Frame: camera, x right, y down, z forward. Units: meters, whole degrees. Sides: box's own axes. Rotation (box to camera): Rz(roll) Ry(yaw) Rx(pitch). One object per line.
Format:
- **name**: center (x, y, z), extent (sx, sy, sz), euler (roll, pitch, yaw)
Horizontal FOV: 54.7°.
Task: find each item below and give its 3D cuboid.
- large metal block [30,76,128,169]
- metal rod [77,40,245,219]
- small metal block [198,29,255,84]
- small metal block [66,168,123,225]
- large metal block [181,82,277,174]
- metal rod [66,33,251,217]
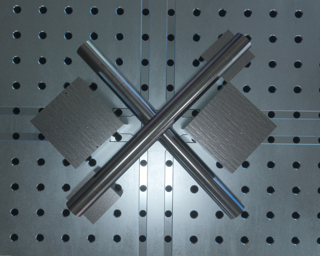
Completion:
- **large metal block**: center (-0.101, -0.006, 0.400), extent (0.080, 0.050, 0.080), euler (-43, 90, 0)
- **metal rod**: center (0.001, 0.002, 0.412), extent (0.025, 0.025, 0.300), euler (-43, 90, 0)
- **small metal block**: center (0.088, -0.093, 0.414), extent (0.050, 0.025, 0.050), euler (-44, 90, 0)
- **small metal block**: center (-0.086, 0.090, 0.413), extent (0.050, 0.025, 0.050), euler (45, 90, 0)
- **large metal block**: center (0.086, 0.000, 0.401), extent (0.080, 0.050, 0.080), euler (43, 90, 0)
- **metal rod**: center (-0.001, -0.004, 0.388), extent (0.300, 0.025, 0.025), euler (-45, 90, 0)
